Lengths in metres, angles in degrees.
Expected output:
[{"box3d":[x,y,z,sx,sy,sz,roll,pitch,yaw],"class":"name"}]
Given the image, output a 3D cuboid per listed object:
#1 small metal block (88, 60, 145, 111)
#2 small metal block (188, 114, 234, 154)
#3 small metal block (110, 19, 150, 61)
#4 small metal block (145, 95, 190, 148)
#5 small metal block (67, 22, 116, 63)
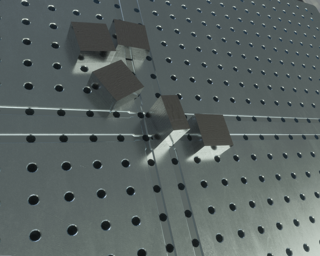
[{"box3d":[-0.058,-0.058,0.413,0.050,0.025,0.050,-35,81,-39],"class":"small metal block"},{"box3d":[0.071,0.008,0.443,0.050,0.025,0.050,0,62,-28],"class":"small metal block"},{"box3d":[-0.046,-0.132,0.465,0.050,0.025,0.050,3,61,-27],"class":"small metal block"},{"box3d":[0.009,-0.008,0.403,0.025,0.050,0.050,-5,65,-31],"class":"small metal block"},{"box3d":[-0.095,-0.119,0.430,0.050,0.025,0.050,-8,66,-32],"class":"small metal block"}]
